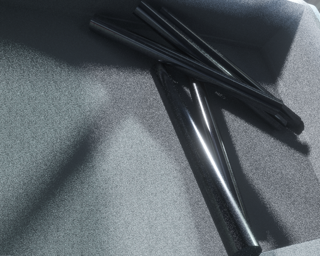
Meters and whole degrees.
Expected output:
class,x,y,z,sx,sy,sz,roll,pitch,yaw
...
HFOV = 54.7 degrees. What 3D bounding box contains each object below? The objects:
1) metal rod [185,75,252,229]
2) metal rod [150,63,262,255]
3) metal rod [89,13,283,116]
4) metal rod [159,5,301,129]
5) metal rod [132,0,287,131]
class,x,y,z,sx,sy,sz,roll,pitch,yaw
metal rod,0.071,-0.006,0.449,0.025,0.025,0.299,1,61,-28
metal rod,0.031,0.005,0.346,0.025,0.025,0.300,10,33,-23
metal rod,0.040,-0.092,0.456,0.301,0.025,0.025,24,52,-3
metal rod,0.117,-0.092,0.505,0.301,0.025,0.025,35,51,-14
metal rod,0.086,-0.089,0.480,0.301,0.025,0.025,35,51,-16
